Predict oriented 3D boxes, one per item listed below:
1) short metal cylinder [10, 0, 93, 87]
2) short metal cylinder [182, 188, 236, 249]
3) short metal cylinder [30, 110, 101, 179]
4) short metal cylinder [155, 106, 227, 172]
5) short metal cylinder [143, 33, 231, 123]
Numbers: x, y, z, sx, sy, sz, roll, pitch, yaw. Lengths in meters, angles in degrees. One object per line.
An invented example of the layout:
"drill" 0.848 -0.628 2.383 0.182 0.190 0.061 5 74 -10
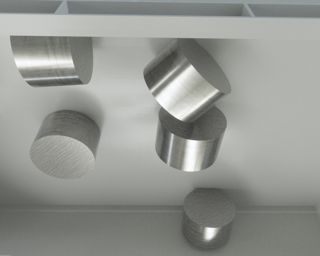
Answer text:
"short metal cylinder" -0.101 -0.081 0.303 0.050 0.080 0.080 -3 130 3
"short metal cylinder" 0.076 0.142 0.491 0.081 0.080 0.050 1 124 -1
"short metal cylinder" -0.123 0.023 0.411 0.081 0.050 0.079 0 130 0
"short metal cylinder" 0.036 0.006 0.379 0.081 0.080 0.050 4 130 -4
"short metal cylinder" 0.029 -0.052 0.328 0.080 0.080 0.050 35 122 -26
